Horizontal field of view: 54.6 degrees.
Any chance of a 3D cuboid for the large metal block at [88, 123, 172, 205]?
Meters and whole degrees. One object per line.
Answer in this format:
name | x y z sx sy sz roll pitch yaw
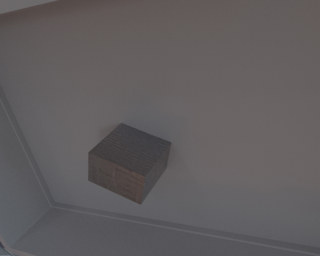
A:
large metal block | -0.040 0.045 0.423 0.080 0.080 0.050 21 126 16
